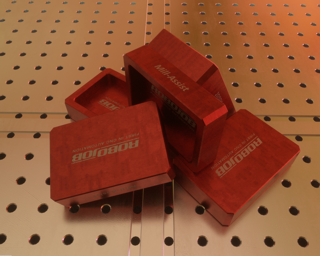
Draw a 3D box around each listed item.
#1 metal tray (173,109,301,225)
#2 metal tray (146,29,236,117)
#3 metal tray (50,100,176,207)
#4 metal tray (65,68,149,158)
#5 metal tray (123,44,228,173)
[{"bbox_3d":[0.090,0.040,0.370,0.131,0.030,0.090,-34,58,-26],"label":"metal tray"},{"bbox_3d":[0.043,-0.057,0.389,0.030,0.130,0.090,-47,60,1],"label":"metal tray"},{"bbox_3d":[-0.056,0.028,0.349,0.131,0.030,0.090,-15,61,6],"label":"metal tray"},{"bbox_3d":[-0.051,-0.025,0.424,0.130,0.030,0.090,29,56,22],"label":"metal tray"},{"bbox_3d":[0.011,-0.022,0.345,0.030,0.089,0.130,-31,57,-24],"label":"metal tray"}]
